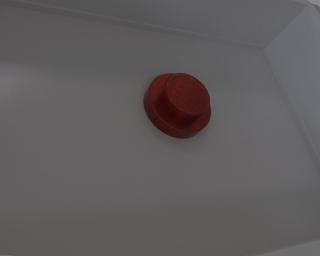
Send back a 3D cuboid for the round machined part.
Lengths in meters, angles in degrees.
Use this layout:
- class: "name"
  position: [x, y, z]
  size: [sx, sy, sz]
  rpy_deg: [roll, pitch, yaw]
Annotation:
- class: "round machined part"
  position: [0.030, -0.038, 0.433]
  size: [0.099, 0.042, 0.098]
  rpy_deg: [13, 56, -21]
